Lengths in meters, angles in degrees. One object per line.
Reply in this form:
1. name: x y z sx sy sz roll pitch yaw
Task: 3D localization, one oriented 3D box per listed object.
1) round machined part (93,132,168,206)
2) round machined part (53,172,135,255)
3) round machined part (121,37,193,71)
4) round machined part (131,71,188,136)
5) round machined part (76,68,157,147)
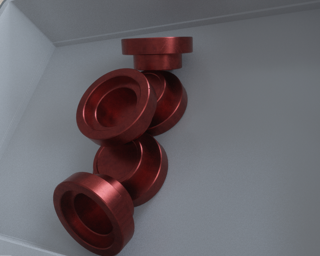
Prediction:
1. round machined part: -0.043 0.046 0.385 0.098 0.042 0.098 -13 56 20
2. round machined part: -0.069 0.091 0.348 0.098 0.097 0.042 7 27 30
3. round machined part: -0.004 -0.104 0.434 0.098 0.099 0.042 8 108 31
4. round machined part: -0.016 -0.040 0.424 0.098 0.042 0.098 -13 56 20
5. round machined part: -0.048 -0.021 0.374 0.098 0.042 0.098 -13 56 20
